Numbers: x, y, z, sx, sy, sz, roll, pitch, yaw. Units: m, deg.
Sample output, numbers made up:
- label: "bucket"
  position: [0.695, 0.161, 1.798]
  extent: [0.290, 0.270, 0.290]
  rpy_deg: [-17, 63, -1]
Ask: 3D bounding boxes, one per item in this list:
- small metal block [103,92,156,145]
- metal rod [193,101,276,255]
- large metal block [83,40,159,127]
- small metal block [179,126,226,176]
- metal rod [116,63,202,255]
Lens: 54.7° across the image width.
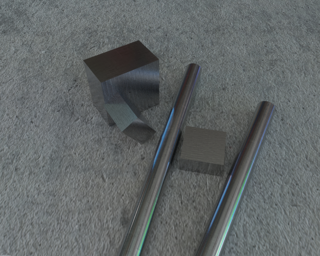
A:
- label: "small metal block"
  position: [-0.038, -0.012, 0.392]
  extent: [0.025, 0.050, 0.050]
  rpy_deg: [-43, 57, 5]
- label: "metal rod"
  position: [0.079, 0.075, 0.341]
  extent: [0.025, 0.025, 0.301]
  rpy_deg: [22, 53, 17]
- label: "large metal block"
  position: [-0.048, -0.060, 0.417]
  extent: [0.081, 0.080, 0.050]
  rpy_deg: [-26, 55, -21]
- label: "small metal block"
  position: [0.053, 0.028, 0.381]
  extent: [0.050, 0.025, 0.050]
  rpy_deg: [9, 50, 7]
- label: "metal rod"
  position: [0.010, 0.020, 0.386]
  extent: [0.025, 0.025, 0.300]
  rpy_deg: [13, 51, 10]
